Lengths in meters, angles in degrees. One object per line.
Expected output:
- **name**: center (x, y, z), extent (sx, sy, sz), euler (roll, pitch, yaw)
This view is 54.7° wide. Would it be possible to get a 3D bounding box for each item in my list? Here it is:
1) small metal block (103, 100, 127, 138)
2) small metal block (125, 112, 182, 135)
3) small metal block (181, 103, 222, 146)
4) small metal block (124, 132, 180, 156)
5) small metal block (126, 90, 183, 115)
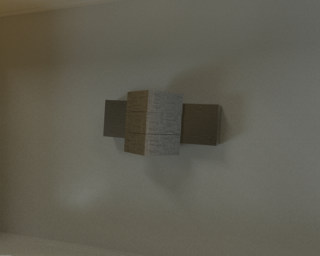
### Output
- **small metal block**: center (-0.048, -0.012, 0.425), extent (0.050, 0.025, 0.050), euler (4, 91, 19)
- **small metal block**: center (-0.009, -0.006, 0.387), extent (0.050, 0.050, 0.025), euler (3, 91, 56)
- **small metal block**: center (0.050, -0.005, 0.391), extent (0.050, 0.025, 0.050), euler (3, 91, 19)
- **small metal block**: center (-0.010, 0.019, 0.388), extent (0.050, 0.050, 0.025), euler (3, 91, 56)
- **small metal block**: center (-0.007, -0.031, 0.386), extent (0.050, 0.050, 0.025), euler (5, 92, 56)
